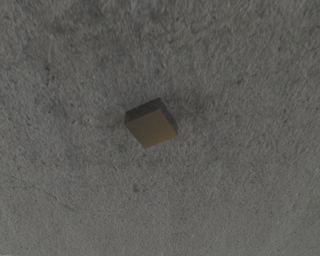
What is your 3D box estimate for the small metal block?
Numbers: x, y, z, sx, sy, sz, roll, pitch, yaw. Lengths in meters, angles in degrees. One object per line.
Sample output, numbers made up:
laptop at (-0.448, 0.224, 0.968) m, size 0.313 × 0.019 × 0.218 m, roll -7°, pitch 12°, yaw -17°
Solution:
small metal block at (-0.011, -0.005, 0.403) m, size 0.050 × 0.025 × 0.050 m, roll -22°, pitch 127°, yaw 17°
